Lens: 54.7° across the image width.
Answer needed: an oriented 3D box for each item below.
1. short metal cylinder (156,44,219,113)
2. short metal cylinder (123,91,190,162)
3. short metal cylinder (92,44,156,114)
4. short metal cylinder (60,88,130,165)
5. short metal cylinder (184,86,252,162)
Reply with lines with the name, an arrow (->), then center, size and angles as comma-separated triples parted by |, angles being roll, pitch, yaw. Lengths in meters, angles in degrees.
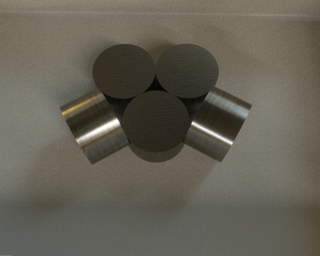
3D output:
short metal cylinder -> 0.035, -0.066, 0.419 | 0.081, 0.050, 0.080 | 0, 70, 0
short metal cylinder -> -0.005, -0.001, 0.395 | 0.081, 0.050, 0.080 | 0, 70, 0
short metal cylinder -> -0.046, -0.065, 0.418 | 0.081, 0.050, 0.080 | 0, 70, 0
short metal cylinder -> -0.079, -0.002, 0.379 | 0.050, 0.080, 0.080 | -29, 73, -10
short metal cylinder -> 0.070, -0.005, 0.381 | 0.050, 0.080, 0.080 | 28, 73, 10
